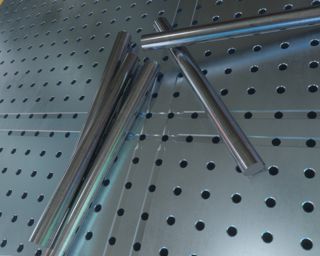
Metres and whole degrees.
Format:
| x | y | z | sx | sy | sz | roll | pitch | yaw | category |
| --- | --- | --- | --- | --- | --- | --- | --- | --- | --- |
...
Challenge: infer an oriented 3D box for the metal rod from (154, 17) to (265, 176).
| x | y | z | sx | sy | sz | roll | pitch | yaw | category |
| --- | --- | --- | --- | --- | --- | --- | --- | --- | --- |
| 0.050 | -0.064 | 0.419 | 0.025 | 0.025 | 0.300 | -31 | 52 | 8 | metal rod |

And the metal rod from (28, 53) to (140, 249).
| x | y | z | sx | sy | sz | roll | pitch | yaw | category |
| --- | --- | --- | --- | --- | --- | --- | --- | --- | --- |
| -0.093 | 0.012 | 0.429 | 0.025 | 0.025 | 0.300 | 4 | 58 | 30 | metal rod |

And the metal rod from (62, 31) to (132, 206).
| x | y | z | sx | sy | sz | roll | pitch | yaw | category |
| --- | --- | --- | --- | --- | --- | --- | --- | --- | --- |
| -0.095 | -0.027 | 0.472 | 0.025 | 0.025 | 0.300 | 0 | 62 | 28 | metal rod |

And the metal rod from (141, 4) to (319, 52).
| x | y | z | sx | sy | sz | roll | pitch | yaw | category |
| --- | --- | --- | --- | --- | --- | --- | --- | --- | --- |
| 0.119 | -0.134 | 0.408 | 0.301 | 0.025 | 0.025 | -4 | 60 | 19 | metal rod |

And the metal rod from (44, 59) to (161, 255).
| x | y | z | sx | sy | sz | roll | pitch | yaw | category |
| --- | --- | --- | --- | --- | --- | --- | --- | --- | --- |
| -0.070 | 0.032 | 0.423 | 0.025 | 0.025 | 0.300 | 12 | 68 | 33 | metal rod |
